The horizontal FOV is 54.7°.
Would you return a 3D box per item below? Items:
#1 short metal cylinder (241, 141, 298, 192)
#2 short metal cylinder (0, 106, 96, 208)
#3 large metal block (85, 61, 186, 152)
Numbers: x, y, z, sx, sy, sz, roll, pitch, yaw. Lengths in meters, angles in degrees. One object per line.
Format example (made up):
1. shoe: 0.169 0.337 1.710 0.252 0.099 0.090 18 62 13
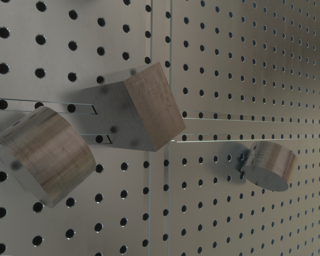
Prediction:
1. short metal cylinder: 0.186 0.066 0.529 0.080 0.080 0.050 46 63 -31
2. short metal cylinder: -0.106 0.027 0.285 0.050 0.080 0.080 -44 117 -31
3. large metal block: -0.028 -0.022 0.349 0.050 0.080 0.080 -37 113 -34
